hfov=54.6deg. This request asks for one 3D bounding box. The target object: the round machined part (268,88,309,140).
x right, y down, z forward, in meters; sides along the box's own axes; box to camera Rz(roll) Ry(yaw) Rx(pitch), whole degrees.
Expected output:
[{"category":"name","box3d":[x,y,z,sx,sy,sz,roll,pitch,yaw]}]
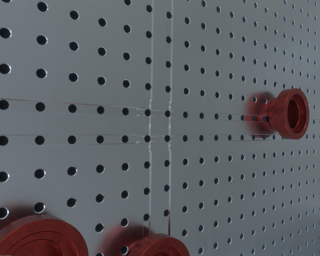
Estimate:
[{"category":"round machined part","box3d":[0.248,-0.027,0.604,0.099,0.042,0.097,0,90,-40]}]

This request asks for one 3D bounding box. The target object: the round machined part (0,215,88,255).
[{"category":"round machined part","box3d":[-0.123,0.132,0.295,0.099,0.042,0.097,0,90,-40]}]

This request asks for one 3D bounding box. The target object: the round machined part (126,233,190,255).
[{"category":"round machined part","box3d":[-0.010,0.182,0.389,0.099,0.042,0.097,0,90,-40]}]
